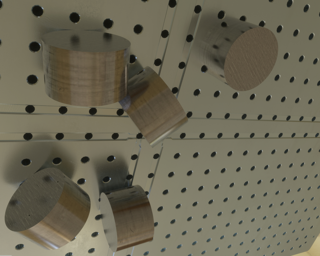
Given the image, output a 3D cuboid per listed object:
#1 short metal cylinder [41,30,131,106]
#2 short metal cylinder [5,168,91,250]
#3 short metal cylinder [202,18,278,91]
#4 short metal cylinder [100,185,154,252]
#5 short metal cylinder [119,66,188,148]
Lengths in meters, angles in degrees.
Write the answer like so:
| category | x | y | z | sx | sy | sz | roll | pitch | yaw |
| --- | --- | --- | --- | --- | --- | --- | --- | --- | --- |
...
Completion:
| category | x | y | z | sx | sy | sz | roll | pitch | yaw |
| --- | --- | --- | --- | --- | --- | --- | --- | --- | --- |
| short metal cylinder | -0.070 | -0.061 | 0.301 | 0.081 | 0.080 | 0.050 | -7 | 122 | -25 |
| short metal cylinder | -0.130 | 0.094 | 0.363 | 0.080 | 0.080 | 0.050 | -37 | 130 | -4 |
| short metal cylinder | 0.101 | -0.093 | 0.394 | 0.081 | 0.050 | 0.079 | -14 | 125 | -21 |
| short metal cylinder | -0.047 | 0.123 | 0.427 | 0.050 | 0.080 | 0.079 | -8 | 122 | -25 |
| short metal cylinder | -0.012 | -0.024 | 0.356 | 0.050 | 0.080 | 0.080 | -37 | 130 | -4 |
